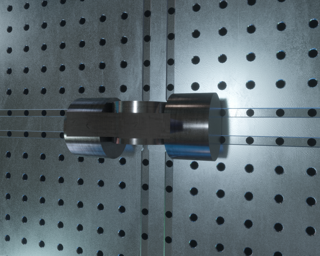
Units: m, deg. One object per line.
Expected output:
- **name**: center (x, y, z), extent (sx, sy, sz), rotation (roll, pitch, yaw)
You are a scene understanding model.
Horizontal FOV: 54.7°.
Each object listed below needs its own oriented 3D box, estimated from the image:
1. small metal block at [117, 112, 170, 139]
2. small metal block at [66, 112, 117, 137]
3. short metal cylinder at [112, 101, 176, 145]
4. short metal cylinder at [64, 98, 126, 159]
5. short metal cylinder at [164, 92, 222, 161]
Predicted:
- **small metal block**: center (-0.019, -0.003, 0.324), extent (0.050, 0.050, 0.025), rotation (1, 91, -11)
- **small metal block**: center (-0.074, -0.004, 0.339), extent (0.050, 0.050, 0.025), rotation (1, 91, -12)
- **short metal cylinder**: center (-0.020, -0.006, 0.390), extent (0.080, 0.080, 0.050), rotation (1, 91, 20)
- **short metal cylinder**: center (-0.082, 0.000, 0.412), extent (0.050, 0.080, 0.079), rotation (1, 91, 20)
- **short metal cylinder**: center (0.041, -0.002, 0.368), extent (0.050, 0.080, 0.079), rotation (1, 90, 21)
